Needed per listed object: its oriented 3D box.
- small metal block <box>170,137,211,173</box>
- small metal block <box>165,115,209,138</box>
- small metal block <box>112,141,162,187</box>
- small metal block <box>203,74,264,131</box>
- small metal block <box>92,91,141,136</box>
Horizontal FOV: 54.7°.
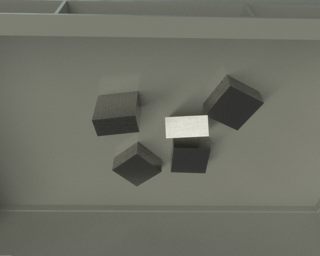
[{"bbox_3d":[0.042,0.038,0.442,0.050,0.025,0.050,2,130,-2],"label":"small metal block"},{"bbox_3d":[0.033,-0.001,0.390,0.050,0.050,0.025,-3,88,2],"label":"small metal block"},{"bbox_3d":[-0.033,0.054,0.454,0.050,0.025,0.050,-35,122,26],"label":"small metal block"},{"bbox_3d":[0.090,-0.030,0.384,0.050,0.025,0.050,23,126,-19],"label":"small metal block"},{"bbox_3d":[-0.051,-0.018,0.377,0.050,0.050,0.025,-6,130,5],"label":"small metal block"}]
